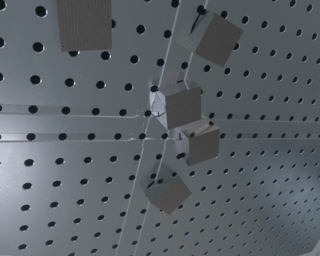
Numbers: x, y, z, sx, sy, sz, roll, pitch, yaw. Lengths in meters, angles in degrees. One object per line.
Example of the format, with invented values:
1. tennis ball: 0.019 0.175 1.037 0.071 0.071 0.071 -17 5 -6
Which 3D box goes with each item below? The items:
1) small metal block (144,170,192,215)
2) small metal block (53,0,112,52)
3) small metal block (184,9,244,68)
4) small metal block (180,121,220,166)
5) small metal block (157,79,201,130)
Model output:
1. small metal block: 0.013 0.100 0.480 0.050 0.025 0.050 -44 129 2
2. small metal block: -0.076 -0.104 0.305 0.050 0.025 0.050 -10 123 -23
3. small metal block: 0.066 -0.109 0.379 0.050 0.025 0.050 16 110 -35
4. small metal block: 0.059 0.022 0.456 0.050 0.025 0.050 -17 125 -19
5. small metal block: 0.026 -0.031 0.405 0.050 0.025 0.050 -18 126 -18
